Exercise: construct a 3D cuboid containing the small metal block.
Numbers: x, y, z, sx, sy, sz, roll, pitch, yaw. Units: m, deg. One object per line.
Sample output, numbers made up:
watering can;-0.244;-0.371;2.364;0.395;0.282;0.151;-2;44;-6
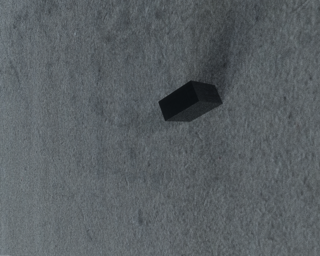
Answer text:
small metal block;0.036;-0.029;0.360;0.050;0.050;0.025;-30;71;36
